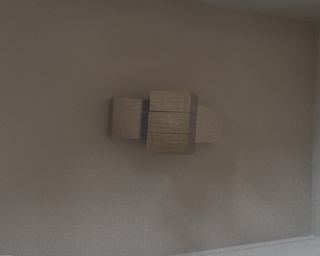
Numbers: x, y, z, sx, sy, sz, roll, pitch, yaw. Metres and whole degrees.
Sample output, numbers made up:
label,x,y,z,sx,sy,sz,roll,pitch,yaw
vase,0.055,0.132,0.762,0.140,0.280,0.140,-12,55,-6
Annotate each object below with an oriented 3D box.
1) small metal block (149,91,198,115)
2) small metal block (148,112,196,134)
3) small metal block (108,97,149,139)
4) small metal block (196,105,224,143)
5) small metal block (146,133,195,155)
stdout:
label,x,y,z,sx,sy,sz,roll,pitch,yaw
small metal block,0.019,-0.031,0.392,0.050,0.050,0.025,3,89,16
small metal block,0.017,-0.006,0.392,0.050,0.050,0.025,2,89,16
small metal block,-0.038,-0.012,0.396,0.050,0.025,0.050,4,89,-20
small metal block,0.059,-0.005,0.432,0.050,0.025,0.050,3,89,-20
small metal block,0.015,0.019,0.392,0.050,0.050,0.025,2,89,16
